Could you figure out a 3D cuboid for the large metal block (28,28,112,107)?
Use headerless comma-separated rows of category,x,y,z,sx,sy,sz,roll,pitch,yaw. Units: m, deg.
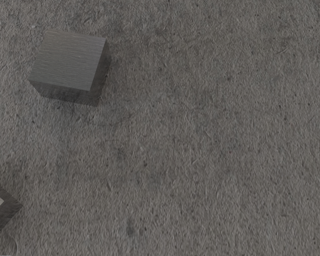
large metal block,-0.119,-0.082,0.424,0.080,0.050,0.080,11,70,4

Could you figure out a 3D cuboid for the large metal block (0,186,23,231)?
large metal block,-0.226,0.095,0.358,0.080,0.050,0.080,36,74,12
